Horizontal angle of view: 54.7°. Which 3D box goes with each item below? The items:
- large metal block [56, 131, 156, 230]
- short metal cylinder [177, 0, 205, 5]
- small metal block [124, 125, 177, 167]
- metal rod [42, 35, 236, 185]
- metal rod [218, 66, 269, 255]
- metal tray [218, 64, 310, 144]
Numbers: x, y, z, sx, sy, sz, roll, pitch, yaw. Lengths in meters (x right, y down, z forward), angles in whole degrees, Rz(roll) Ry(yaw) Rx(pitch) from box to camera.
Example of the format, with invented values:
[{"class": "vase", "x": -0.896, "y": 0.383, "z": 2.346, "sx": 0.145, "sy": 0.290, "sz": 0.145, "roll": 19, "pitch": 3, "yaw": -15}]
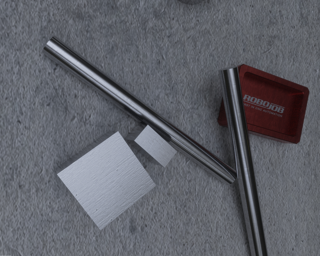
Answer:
[{"class": "large metal block", "x": -0.066, "y": 0.059, "z": 0.372, "sx": 0.080, "sy": 0.050, "sz": 0.080, "roll": -37, "pitch": 102, "yaw": -17}, {"class": "short metal cylinder", "x": 0.049, "y": -0.214, "z": 0.415, "sx": 0.081, "sy": 0.050, "sz": 0.079, "roll": 0, "pitch": 90, "yaw": -21}, {"class": "small metal block", "x": -0.013, "y": 0.022, "z": 0.392, "sx": 0.050, "sy": 0.050, "sz": 0.025, "roll": 43, "pitch": 77, "yaw": -15}, {"class": "metal rod", "x": -0.014, "y": -0.013, "z": 0.404, "sx": 0.301, "sy": 0.025, "sz": 0.025, "roll": 36, "pitch": 78, "yaw": -17}, {"class": "metal rod", "x": 0.120, "y": 0.064, "z": 0.433, "sx": 0.025, "sy": 0.025, "sz": 0.298, "roll": -18, "pitch": 105, "yaw": -19}, {"class": "metal tray", "x": 0.158, "y": -0.033, "z": 0.466, "sx": 0.131, "sy": 0.030, "sz": 0.090, "roll": 14, "pitch": 85, "yaw": -20}]
